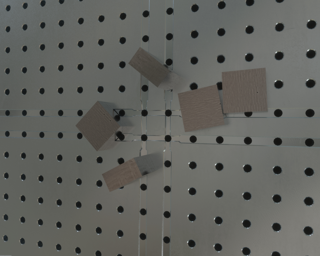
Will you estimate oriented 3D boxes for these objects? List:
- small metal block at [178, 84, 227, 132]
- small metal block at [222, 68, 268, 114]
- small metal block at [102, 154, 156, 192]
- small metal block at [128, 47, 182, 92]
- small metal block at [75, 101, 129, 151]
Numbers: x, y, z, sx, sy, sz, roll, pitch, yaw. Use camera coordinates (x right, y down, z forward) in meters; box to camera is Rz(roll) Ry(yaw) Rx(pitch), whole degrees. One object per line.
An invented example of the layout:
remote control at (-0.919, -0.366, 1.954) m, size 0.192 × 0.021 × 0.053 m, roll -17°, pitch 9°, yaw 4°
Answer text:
small metal block at (0.054, -0.024, 0.393) m, size 0.050 × 0.025 × 0.050 m, roll -12°, pitch 86°, yaw 19°
small metal block at (0.103, -0.044, 0.376) m, size 0.050 × 0.025 × 0.050 m, roll -3°, pitch 89°, yaw 19°
small metal block at (-0.040, 0.059, 0.412) m, size 0.050 × 0.050 × 0.025 m, roll -28°, pitch 81°, yaw 17°
small metal block at (-0.005, -0.074, 0.400) m, size 0.050 × 0.050 × 0.025 m, roll 41°, pitch 103°, yaw 15°
small metal block at (-0.083, -0.003, 0.440) m, size 0.050 × 0.025 × 0.050 m, roll -46°, pitch 76°, yaw 14°
